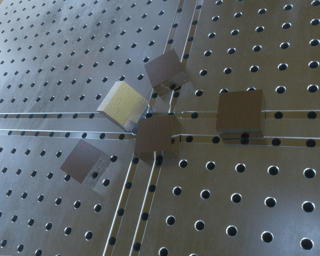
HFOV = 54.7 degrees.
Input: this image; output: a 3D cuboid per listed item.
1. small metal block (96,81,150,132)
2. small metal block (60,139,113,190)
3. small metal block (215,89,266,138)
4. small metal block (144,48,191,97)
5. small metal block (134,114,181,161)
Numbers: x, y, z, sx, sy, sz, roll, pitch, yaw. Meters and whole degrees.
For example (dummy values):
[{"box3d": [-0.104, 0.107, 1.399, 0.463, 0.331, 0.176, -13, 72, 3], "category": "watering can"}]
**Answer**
[{"box3d": [-0.051, -0.030, 0.432, 0.025, 0.050, 0.050, 8, 63, 58], "category": "small metal block"}, {"box3d": [-0.102, 0.049, 0.430, 0.050, 0.025, 0.050, 24, 74, 36], "category": "small metal block"}, {"box3d": [0.096, -0.016, 0.367, 0.050, 0.025, 0.050, -2, 61, 27], "category": "small metal block"}, {"box3d": [0.010, -0.080, 0.451, 0.050, 0.025, 0.050, -28, 52, 10], "category": "small metal block"}, {"box3d": [-0.002, 0.013, 0.400, 0.050, 0.025, 0.050, -7, 59, 24], "category": "small metal block"}]
